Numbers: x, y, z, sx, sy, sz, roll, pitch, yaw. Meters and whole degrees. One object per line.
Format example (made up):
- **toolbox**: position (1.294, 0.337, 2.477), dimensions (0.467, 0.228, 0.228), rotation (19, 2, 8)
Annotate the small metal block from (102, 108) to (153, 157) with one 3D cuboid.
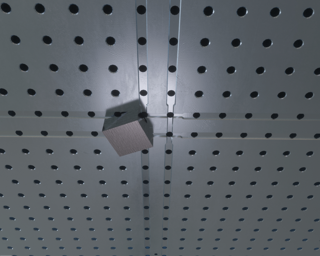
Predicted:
- **small metal block**: position (-0.042, 0.007, 0.417), dimensions (0.050, 0.025, 0.050), rotation (-17, 128, 14)
